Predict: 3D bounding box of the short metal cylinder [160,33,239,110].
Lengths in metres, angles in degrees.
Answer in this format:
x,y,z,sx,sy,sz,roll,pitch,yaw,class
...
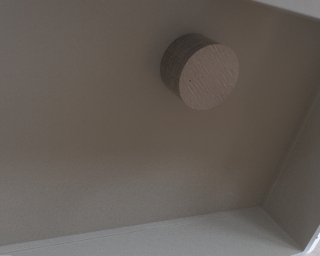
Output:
x,y,z,sx,sy,sz,roll,pitch,yaw,class
0.047,-0.068,0.375,0.081,0.050,0.080,-14,124,-21,short metal cylinder
